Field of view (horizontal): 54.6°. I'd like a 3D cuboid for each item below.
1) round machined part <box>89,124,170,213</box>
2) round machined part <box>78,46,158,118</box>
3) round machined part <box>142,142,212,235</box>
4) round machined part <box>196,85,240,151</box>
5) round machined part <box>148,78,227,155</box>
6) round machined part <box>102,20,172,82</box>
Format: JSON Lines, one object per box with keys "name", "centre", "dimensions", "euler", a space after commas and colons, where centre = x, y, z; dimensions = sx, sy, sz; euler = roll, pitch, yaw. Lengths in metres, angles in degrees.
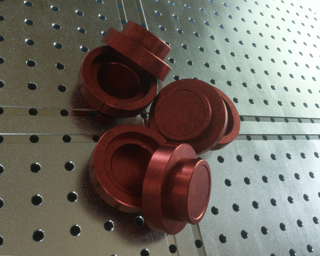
{"name": "round machined part", "centre": [-0.031, 0.048, 0.350], "dimensions": [0.099, 0.042, 0.098], "euler": [13, 56, -21]}
{"name": "round machined part", "centre": [-0.056, -0.054, 0.399], "dimensions": [0.099, 0.042, 0.098], "euler": [13, 56, -21]}
{"name": "round machined part", "centre": [0.024, 0.065, 0.333], "dimensions": [0.099, 0.042, 0.097], "euler": [-15, 107, -60]}
{"name": "round machined part", "centre": [0.060, -0.012, 0.436], "dimensions": [0.099, 0.042, 0.098], "euler": [13, 56, -21]}
{"name": "round machined part", "centre": [0.031, -0.015, 0.384], "dimensions": [0.098, 0.098, 0.042], "euler": [63, 12, 17]}
{"name": "round machined part", "centre": [-0.024, -0.106, 0.413], "dimensions": [0.098, 0.042, 0.098], "euler": [33, 7, -4]}
